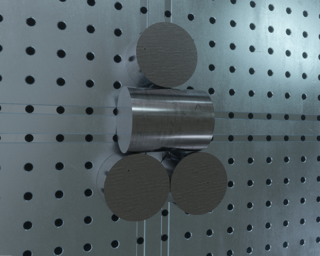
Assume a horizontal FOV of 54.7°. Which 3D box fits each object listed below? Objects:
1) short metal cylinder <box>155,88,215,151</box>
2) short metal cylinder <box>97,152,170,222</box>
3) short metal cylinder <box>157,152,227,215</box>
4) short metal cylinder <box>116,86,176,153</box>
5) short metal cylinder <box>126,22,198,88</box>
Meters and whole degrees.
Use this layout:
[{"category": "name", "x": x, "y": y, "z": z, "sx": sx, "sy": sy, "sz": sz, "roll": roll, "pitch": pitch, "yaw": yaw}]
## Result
[{"category": "short metal cylinder", "x": 0.027, "y": -0.010, "z": 0.395, "sx": 0.050, "sy": 0.080, "sz": 0.079, "roll": 0, "pitch": 90, "yaw": -20}, {"category": "short metal cylinder", "x": -0.034, "y": 0.070, "z": 0.387, "sx": 0.081, "sy": 0.050, "sz": 0.079, "roll": 0, "pitch": 90, "yaw": -21}, {"category": "short metal cylinder", "x": 0.042, "y": 0.070, "z": 0.415, "sx": 0.081, "sy": 0.050, "sz": 0.079, "roll": 0, "pitch": 90, "yaw": -21}, {"category": "short metal cylinder", "x": -0.020, "y": -0.010, "z": 0.377, "sx": 0.050, "sy": 0.080, "sz": 0.079, "roll": 0, "pitch": 90, "yaw": -20}, {"category": "short metal cylinder", "x": 0.001, "y": -0.089, "z": 0.400, "sx": 0.081, "sy": 0.050, "sz": 0.079, "roll": 0, "pitch": 90, "yaw": -21}]
